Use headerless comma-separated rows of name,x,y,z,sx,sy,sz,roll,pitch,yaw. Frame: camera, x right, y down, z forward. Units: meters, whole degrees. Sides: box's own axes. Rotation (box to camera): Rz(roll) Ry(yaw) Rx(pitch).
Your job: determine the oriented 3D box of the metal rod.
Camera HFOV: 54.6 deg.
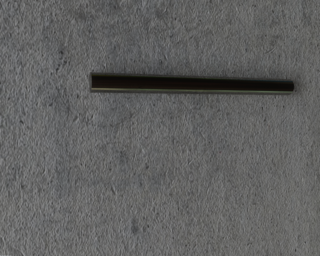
metal rod,0.057,-0.059,0.429,0.302,0.025,0.025,-2,91,-20
